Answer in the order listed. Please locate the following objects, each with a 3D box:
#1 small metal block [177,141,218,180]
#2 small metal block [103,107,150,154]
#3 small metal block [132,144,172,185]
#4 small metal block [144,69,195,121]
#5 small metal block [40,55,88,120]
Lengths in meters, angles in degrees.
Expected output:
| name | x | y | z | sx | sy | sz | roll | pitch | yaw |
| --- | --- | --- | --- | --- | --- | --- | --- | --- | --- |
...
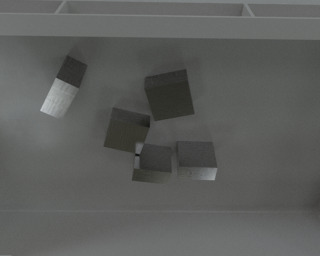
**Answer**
| name | x | y | z | sx | sy | sz | roll | pitch | yaw |
| --- | --- | --- | --- | --- | --- | --- | --- | --- | --- |
| small metal block | 0.050 | 0.045 | 0.431 | 0.050 | 0.050 | 0.025 | 2 | 130 | -2 |
| small metal block | -0.044 | 0.004 | 0.412 | 0.050 | 0.025 | 0.050 | 13 | 129 | -11 |
| small metal block | -0.011 | 0.049 | 0.434 | 0.050 | 0.050 | 0.025 | 8 | 130 | -7 |
| small metal block | 0.012 | -0.039 | 0.376 | 0.050 | 0.025 | 0.050 | -10 | 130 | 8 |
| small metal block | -0.109 | -0.046 | 0.352 | 0.025 | 0.050 | 0.050 | 26 | 126 | -20 |
